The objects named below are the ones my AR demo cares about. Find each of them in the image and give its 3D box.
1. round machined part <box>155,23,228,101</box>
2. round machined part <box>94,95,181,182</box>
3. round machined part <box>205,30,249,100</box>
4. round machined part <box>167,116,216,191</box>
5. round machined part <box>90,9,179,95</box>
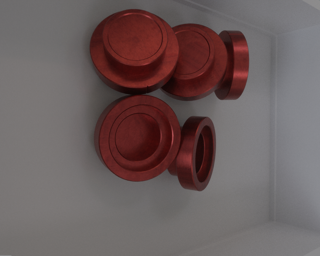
[{"bbox_3d":[0.034,-0.086,0.385,0.042,0.098,0.098,48,52,-75],"label":"round machined part"},{"bbox_3d":[-0.029,0.010,0.361,0.099,0.042,0.097,-4,99,-26],"label":"round machined part"},{"bbox_3d":[0.087,-0.089,0.442,0.042,0.098,0.097,-1,91,-8],"label":"round machined part"},{"bbox_3d":[0.040,0.032,0.414,0.099,0.042,0.097,-17,109,-62],"label":"round machined part"},{"bbox_3d":[-0.027,-0.089,0.340,0.099,0.042,0.098,2,73,-5],"label":"round machined part"}]
